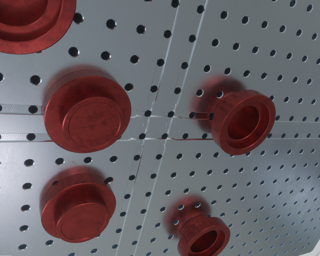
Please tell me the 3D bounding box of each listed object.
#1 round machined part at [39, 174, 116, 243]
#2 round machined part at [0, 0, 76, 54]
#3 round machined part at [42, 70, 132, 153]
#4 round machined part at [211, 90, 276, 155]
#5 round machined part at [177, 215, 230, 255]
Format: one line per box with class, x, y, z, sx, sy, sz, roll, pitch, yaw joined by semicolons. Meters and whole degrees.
round machined part;-0.105;0.113;0.412;0.099;0.042;0.097;-14;124;-21
round machined part;-0.122;-0.115;0.256;0.099;0.042;0.097;-11;128;-14
round machined part;-0.078;-0.012;0.350;0.099;0.042;0.097;-14;124;-21
round machined part;0.117;-0.012;0.456;0.099;0.042;0.097;-14;124;-21
round machined part;0.075;0.198;0.563;0.099;0.042;0.097;-14;124;-21
